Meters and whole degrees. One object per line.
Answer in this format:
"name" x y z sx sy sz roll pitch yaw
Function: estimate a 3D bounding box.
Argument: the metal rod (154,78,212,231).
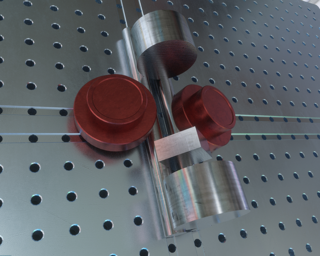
"metal rod" 0.017 -0.015 0.425 0.025 0.025 0.299 1 61 -28

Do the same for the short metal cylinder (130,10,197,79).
"short metal cylinder" 0.004 -0.109 0.413 0.081 0.080 0.050 1 62 -28

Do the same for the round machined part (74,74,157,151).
"round machined part" -0.052 -0.025 0.369 0.099 0.042 0.098 5 61 -10

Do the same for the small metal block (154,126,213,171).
"small metal block" 0.028 0.026 0.361 0.050 0.050 0.025 41 32 -60

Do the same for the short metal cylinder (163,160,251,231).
"short metal cylinder" 0.048 0.073 0.326 0.081 0.080 0.050 1 62 -28

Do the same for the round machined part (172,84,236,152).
"round machined part" 0.066 -0.020 0.428 0.099 0.042 0.098 26 47 -31

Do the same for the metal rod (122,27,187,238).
"metal rod" -0.014 -0.013 0.407 0.025 0.025 0.299 1 61 -28
